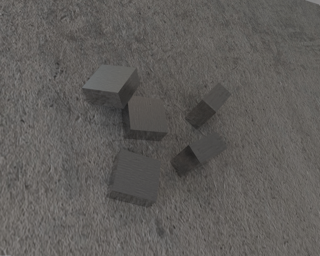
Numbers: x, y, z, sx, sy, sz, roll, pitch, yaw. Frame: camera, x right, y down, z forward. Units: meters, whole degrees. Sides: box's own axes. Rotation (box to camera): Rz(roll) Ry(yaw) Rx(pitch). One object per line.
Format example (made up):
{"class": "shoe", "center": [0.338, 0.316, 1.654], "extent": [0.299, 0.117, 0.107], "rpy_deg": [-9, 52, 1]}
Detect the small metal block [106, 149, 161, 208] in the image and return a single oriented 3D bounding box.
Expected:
{"class": "small metal block", "center": [-0.029, 0.058, 0.353], "extent": [0.050, 0.025, 0.050], "rpy_deg": [19, 54, -17]}

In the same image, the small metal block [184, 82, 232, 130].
{"class": "small metal block", "center": [0.069, -0.031, 0.443], "extent": [0.025, 0.050, 0.050], "rpy_deg": [44, 51, 1]}

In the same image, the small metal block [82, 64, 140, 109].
{"class": "small metal block", "center": [-0.060, -0.053, 0.388], "extent": [0.050, 0.025, 0.050], "rpy_deg": [10, 48, 21]}

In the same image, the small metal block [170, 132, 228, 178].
{"class": "small metal block", "center": [0.048, 0.034, 0.393], "extent": [0.050, 0.050, 0.025], "rpy_deg": [-22, 74, -36]}

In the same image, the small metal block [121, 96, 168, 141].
{"class": "small metal block", "center": [-0.021, -0.012, 0.400], "extent": [0.050, 0.025, 0.050], "rpy_deg": [5, 59, -26]}
